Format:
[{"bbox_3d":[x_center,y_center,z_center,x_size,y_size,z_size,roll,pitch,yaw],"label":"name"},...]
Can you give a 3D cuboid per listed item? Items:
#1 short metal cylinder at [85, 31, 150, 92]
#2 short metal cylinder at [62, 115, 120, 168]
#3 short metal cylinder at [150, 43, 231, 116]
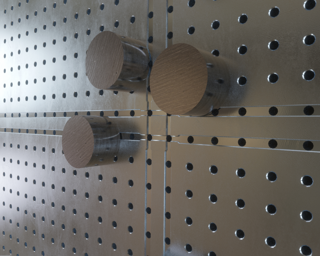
[{"bbox_3d":[-0.061,-0.093,0.444,0.080,0.050,0.079,0,90,40],"label":"short metal cylinder"},{"bbox_3d":[-0.108,0.020,0.482,0.080,0.050,0.079,0,90,40],"label":"short metal cylinder"},{"bbox_3d":[0.035,-0.054,0.364,0.080,0.050,0.079,0,90,40],"label":"short metal cylinder"}]
